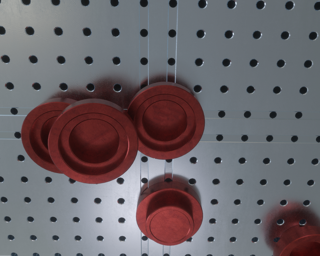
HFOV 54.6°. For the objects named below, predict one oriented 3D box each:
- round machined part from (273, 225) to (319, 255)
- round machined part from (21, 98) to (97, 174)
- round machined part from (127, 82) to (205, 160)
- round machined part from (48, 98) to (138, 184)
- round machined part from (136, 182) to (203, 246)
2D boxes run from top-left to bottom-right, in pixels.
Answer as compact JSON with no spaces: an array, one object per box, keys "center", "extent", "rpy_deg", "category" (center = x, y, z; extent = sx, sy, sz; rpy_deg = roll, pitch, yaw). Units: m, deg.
[{"center":[0.223,0.190,0.476],"extent":[0.099,0.042,0.097],"rpy_deg":[0,110,0],"category":"round machined part"},{"center":[-0.124,0.007,0.406],"extent":[0.099,0.042,0.097],"rpy_deg":[0,110,0],"category":"round machined part"},{"center":[0.006,-0.012,0.400],"extent":[0.099,0.042,0.097],"rpy_deg":[0,110,0],"category":"round machined part"},{"center":[-0.076,0.012,0.363],"extent":[0.099,0.042,0.097],"rpy_deg":[-3,110,-8],"category":"round machined part"},{"center":[0.014,0.131,0.453],"extent":[0.099,0.042,0.097],"rpy_deg":[0,110,0],"category":"round machined part"}]
